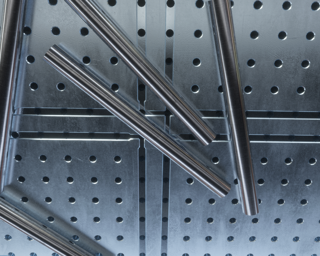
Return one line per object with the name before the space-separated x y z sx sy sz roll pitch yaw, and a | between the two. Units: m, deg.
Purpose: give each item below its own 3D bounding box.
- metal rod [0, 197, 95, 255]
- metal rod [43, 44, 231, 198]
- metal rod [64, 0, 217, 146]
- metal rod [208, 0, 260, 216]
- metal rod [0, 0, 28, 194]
metal rod | -0.197 0.146 0.464 0.301 0.025 0.025 38 105 -13
metal rod | -0.021 -0.001 0.412 0.301 0.025 0.025 39 105 -14
metal rod | -0.035 -0.088 0.380 0.025 0.025 0.300 -41 106 13
metal rod | 0.102 -0.014 0.409 0.025 0.025 0.298 -12 110 4
metal rod | -0.197 -0.046 0.393 0.025 0.025 0.298 15 109 -6
